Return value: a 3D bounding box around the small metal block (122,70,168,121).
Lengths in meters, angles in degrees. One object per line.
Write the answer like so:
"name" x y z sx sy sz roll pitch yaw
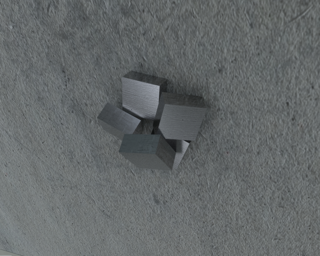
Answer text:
"small metal block" -0.019 -0.041 0.392 0.050 0.025 0.050 16 125 18

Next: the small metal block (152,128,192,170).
"small metal block" 0.013 0.020 0.413 0.050 0.025 0.050 29 128 9

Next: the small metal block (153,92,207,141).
"small metal block" 0.023 -0.013 0.373 0.050 0.025 0.050 5 128 -15

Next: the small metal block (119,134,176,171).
"small metal block" -0.015 0.030 0.386 0.050 0.025 0.050 0 151 28

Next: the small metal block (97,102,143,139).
"small metal block" -0.052 -0.004 0.417 0.050 0.025 0.050 29 164 8
